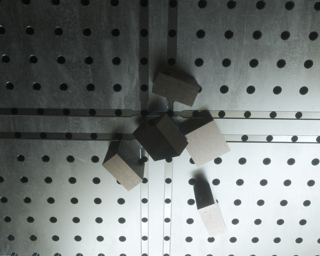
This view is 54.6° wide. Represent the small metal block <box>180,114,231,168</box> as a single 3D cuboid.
[{"bbox_3d":[0.060,0.018,0.420,0.050,0.025,0.050,-29,108,10],"label":"small metal block"}]

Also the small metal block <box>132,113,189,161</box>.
[{"bbox_3d":[0.000,0.014,0.405,0.050,0.025,0.050,-19,115,47],"label":"small metal block"}]

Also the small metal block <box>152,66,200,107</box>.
[{"bbox_3d":[0.019,-0.052,0.381,0.050,0.050,0.025,19,109,-7],"label":"small metal block"}]

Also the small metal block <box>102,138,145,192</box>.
[{"bbox_3d":[-0.047,0.049,0.418,0.025,0.050,0.050,-38,106,13],"label":"small metal block"}]

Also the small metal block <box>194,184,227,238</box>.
[{"bbox_3d":[0.071,0.118,0.444,0.025,0.050,0.050,-22,109,8],"label":"small metal block"}]
